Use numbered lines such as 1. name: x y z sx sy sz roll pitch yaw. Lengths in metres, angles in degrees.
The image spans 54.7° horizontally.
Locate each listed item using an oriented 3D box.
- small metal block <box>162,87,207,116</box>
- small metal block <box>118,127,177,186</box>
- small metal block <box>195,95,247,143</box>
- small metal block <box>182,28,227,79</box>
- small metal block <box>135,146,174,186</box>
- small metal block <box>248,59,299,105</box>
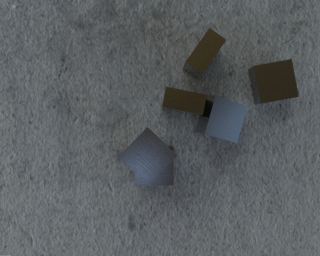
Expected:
1. small metal block: 0.030 -0.033 0.398 0.050 0.050 0.025 11 90 0
2. small metal block: -0.015 0.034 0.385 0.050 0.025 0.050 44 90 0
3. small metal block: 0.080 -0.012 0.403 0.050 0.025 0.050 15 90 -23
4. small metal block: 0.056 -0.093 0.398 0.025 0.050 0.050 35 90 -1
5. small metal block: -0.008 0.049 0.410 0.050 0.025 0.050 0 90 -1
6. small metal block: 0.150 -0.060 0.412 0.050 0.025 0.050 -10 90 -1
